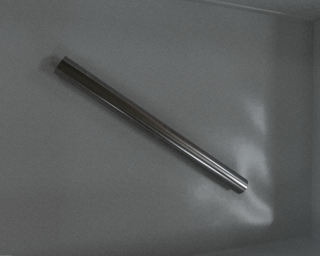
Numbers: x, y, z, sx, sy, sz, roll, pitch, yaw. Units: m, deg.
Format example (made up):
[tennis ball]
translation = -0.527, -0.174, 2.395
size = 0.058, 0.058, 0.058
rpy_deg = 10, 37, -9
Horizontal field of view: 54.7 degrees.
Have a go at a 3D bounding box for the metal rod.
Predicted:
[metal rod]
translation = 0.001, 0.005, 0.410
size = 0.301, 0.025, 0.025
rpy_deg = 34, 79, -17
